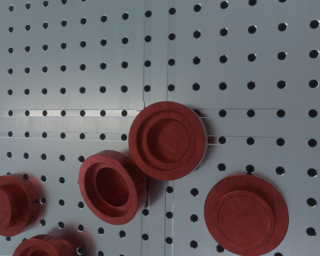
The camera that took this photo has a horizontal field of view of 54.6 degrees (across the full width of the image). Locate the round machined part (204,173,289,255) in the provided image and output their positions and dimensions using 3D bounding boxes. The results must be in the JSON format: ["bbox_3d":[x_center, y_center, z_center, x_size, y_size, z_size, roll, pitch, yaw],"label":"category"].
[{"bbox_3d":[0.101,0.104,0.368,0.098,0.042,0.097,0,90,20],"label":"round machined part"}]

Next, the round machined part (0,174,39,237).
[{"bbox_3d":[-0.246,0.124,0.491,0.098,0.042,0.097,0,90,20],"label":"round machined part"}]

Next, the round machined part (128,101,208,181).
[{"bbox_3d":[0.013,0.016,0.398,0.098,0.042,0.098,-1,88,18],"label":"round machined part"}]

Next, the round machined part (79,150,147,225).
[{"bbox_3d":[-0.058,0.075,0.415,0.098,0.042,0.097,10,109,29],"label":"round machined part"}]

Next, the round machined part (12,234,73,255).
[{"bbox_3d":[-0.169,0.208,0.464,0.098,0.042,0.097,0,90,20],"label":"round machined part"}]
